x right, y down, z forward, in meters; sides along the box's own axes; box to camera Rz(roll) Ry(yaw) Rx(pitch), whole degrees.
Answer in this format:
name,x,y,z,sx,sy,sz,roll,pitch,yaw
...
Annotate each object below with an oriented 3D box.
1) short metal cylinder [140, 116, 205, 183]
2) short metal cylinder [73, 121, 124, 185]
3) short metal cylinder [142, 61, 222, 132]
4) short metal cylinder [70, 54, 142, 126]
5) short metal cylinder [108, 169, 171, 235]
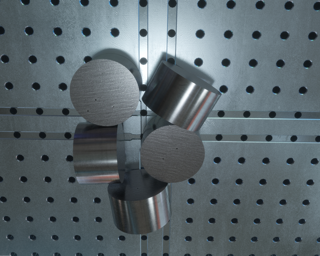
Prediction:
name,x,y,z,sx,sy,sz,roll,pitch,yaw
short metal cylinder,0.016,0.025,0.409,0.081,0.050,0.079,0,111,-1
short metal cylinder,-0.075,0.031,0.396,0.050,0.080,0.079,-2,110,0
short metal cylinder,0.025,-0.039,0.370,0.080,0.080,0.050,27,107,-10
short metal cylinder,-0.064,-0.048,0.381,0.080,0.050,0.079,0,110,1
short metal cylinder,-0.026,0.097,0.419,0.080,0.080,0.050,-6,111,2
